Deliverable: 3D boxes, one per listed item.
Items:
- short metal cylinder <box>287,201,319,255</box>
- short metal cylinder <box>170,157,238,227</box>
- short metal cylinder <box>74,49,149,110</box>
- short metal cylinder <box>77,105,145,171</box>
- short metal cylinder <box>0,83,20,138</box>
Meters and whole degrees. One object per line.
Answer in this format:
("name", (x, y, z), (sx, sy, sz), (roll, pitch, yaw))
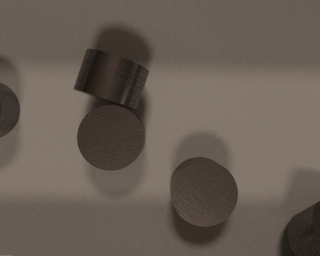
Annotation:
("short metal cylinder", (0.209, 0.134, 0.382), (0.081, 0.050, 0.080), (9, 53, -12))
("short metal cylinder", (0.054, 0.080, 0.400), (0.081, 0.050, 0.079), (0, 90, -1))
("short metal cylinder", (-0.060, -0.059, 0.383), (0.080, 0.080, 0.050), (18, 90, -1))
("short metal cylinder", (-0.060, 0.012, 0.398), (0.081, 0.050, 0.079), (0, 90, -1))
("short metal cylinder", (-0.231, -0.024, 0.396), (0.081, 0.050, 0.079), (0, 90, -1))
